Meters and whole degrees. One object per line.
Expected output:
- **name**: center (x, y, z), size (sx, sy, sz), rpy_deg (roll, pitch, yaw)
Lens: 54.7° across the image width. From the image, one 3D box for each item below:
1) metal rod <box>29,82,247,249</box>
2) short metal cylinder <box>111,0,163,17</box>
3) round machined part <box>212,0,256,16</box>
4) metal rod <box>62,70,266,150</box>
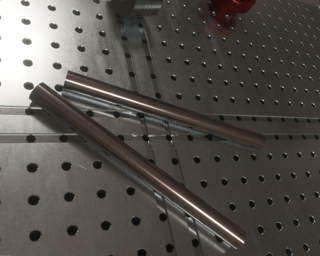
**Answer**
- **metal rod**: center (-0.022, 0.047, 0.368), size (0.301, 0.025, 0.025), rpy_deg (37, 51, -4)
- **short metal cylinder**: center (-0.037, -0.217, 0.487), size (0.050, 0.080, 0.080), rpy_deg (-16, 70, -35)
- **round machined part**: center (0.147, -0.275, 0.647), size (0.099, 0.042, 0.098), rpy_deg (14, 56, -21)
- **metal rod**: center (0.020, -0.019, 0.431), size (0.302, 0.025, 0.025), rpy_deg (17, 55, -19)
